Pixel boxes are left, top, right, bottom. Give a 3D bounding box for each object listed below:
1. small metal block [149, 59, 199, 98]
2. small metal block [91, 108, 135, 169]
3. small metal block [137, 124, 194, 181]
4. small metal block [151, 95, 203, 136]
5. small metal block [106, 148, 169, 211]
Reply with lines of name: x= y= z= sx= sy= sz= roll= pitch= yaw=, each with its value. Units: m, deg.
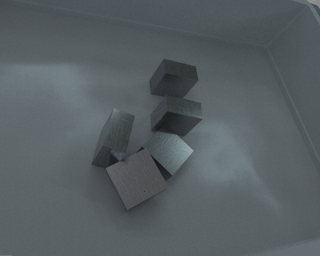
small metal block: x=0.019 y=-0.068 z=0.441 sx=0.050 sy=0.050 sz=0.025 roll=8 pitch=59 yaw=-24
small metal block: x=-0.053 y=0.014 z=0.352 sx=0.025 sy=0.050 sz=0.050 roll=21 pitch=54 yaw=-15
small metal block: x=0.006 y=0.031 z=0.389 sx=0.050 sy=0.025 sz=0.050 roll=44 pitch=51 yaw=2
small metal block: x=0.021 y=-0.015 z=0.410 sx=0.050 sy=0.050 sz=0.025 roll=11 pitch=57 yaw=-23
small metal block: x=-0.026 y=0.058 z=0.346 sx=0.050 sy=0.025 sz=0.050 roll=-26 pitch=76 yaw=-17
